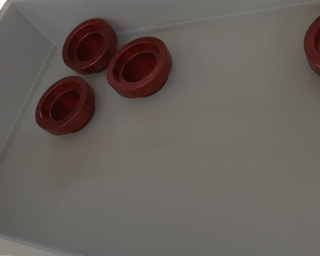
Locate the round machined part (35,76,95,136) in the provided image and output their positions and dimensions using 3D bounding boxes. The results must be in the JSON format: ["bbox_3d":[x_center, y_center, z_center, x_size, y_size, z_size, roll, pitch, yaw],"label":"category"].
[{"bbox_3d":[-0.143,-0.031,0.489,0.098,0.042,0.098,-13,56,21],"label":"round machined part"}]

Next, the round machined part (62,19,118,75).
[{"bbox_3d":[-0.115,-0.134,0.531,0.098,0.042,0.098,-9,67,22],"label":"round machined part"}]

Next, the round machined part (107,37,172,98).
[{"bbox_3d":[-0.027,-0.084,0.461,0.098,0.042,0.098,-13,56,21],"label":"round machined part"}]

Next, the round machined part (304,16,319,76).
[{"bbox_3d":[0.212,-0.088,0.334,0.098,0.042,0.098,-16,55,26],"label":"round machined part"}]
